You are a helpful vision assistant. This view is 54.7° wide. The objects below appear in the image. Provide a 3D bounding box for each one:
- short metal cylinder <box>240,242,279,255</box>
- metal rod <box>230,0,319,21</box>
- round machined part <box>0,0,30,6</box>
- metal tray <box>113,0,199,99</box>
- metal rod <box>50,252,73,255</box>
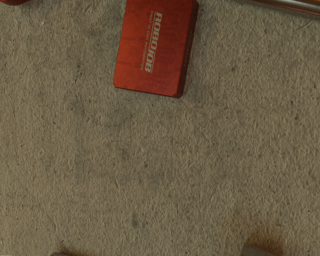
[{"bbox_3d":[0.106,0.175,0.342,0.050,0.080,0.080,17,96,19],"label":"short metal cylinder"},{"bbox_3d":[0.061,-0.180,0.387,0.301,0.025,0.025,22,97,18],"label":"metal rod"},{"bbox_3d":[-0.220,-0.237,0.478,0.098,0.042,0.097,0,90,20],"label":"round machined part"},{"bbox_3d":[-0.006,-0.110,0.408,0.090,0.030,0.129,12,94,19],"label":"metal tray"},{"bbox_3d":[-0.019,0.211,0.415,0.301,0.025,0.025,5,92,19],"label":"metal rod"}]
